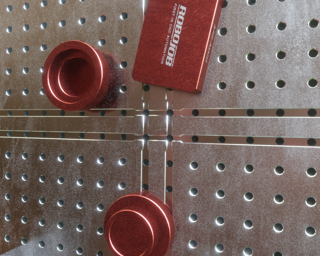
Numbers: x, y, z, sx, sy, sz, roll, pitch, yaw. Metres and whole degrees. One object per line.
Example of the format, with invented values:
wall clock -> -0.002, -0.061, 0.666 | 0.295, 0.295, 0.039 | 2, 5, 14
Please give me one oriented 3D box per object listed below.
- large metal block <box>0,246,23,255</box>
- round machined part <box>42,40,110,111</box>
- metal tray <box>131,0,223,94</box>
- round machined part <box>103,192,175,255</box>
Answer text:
large metal block -> -0.249, 0.240, 0.471 | 0.050, 0.080, 0.080 | -26, 81, 18
round machined part -> -0.115, -0.072, 0.444 | 0.098, 0.042, 0.097 | 0, 90, 20
metal tray -> 0.022, -0.116, 0.402 | 0.090, 0.030, 0.129 | 15, 95, 19
round machined part -> -0.033, 0.138, 0.415 | 0.098, 0.042, 0.097 | 0, 90, 20
